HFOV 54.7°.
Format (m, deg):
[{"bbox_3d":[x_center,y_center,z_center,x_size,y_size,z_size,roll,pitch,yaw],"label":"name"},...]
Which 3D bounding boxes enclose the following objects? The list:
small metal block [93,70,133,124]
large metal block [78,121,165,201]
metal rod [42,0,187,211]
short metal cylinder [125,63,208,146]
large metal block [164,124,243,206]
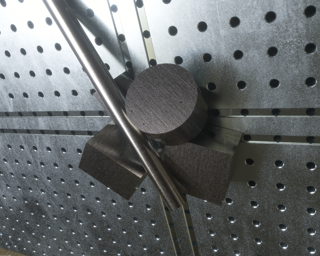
[{"bbox_3d":[-0.052,-0.040,0.413,0.050,0.025,0.050,-27,104,37],"label":"small metal block"},{"bbox_3d":[-0.049,0.037,0.422,0.080,0.080,0.050,32,128,7],"label":"large metal block"},{"bbox_3d":[-0.055,-0.033,0.379,0.025,0.025,0.299,-31,90,37],"label":"metal rod"},{"bbox_3d":[0.009,-0.025,0.346,0.080,0.080,0.050,8,166,23],"label":"short metal cylinder"},{"bbox_3d":[0.051,0.041,0.391,0.080,0.050,0.079,16,125,18],"label":"large metal block"}]
